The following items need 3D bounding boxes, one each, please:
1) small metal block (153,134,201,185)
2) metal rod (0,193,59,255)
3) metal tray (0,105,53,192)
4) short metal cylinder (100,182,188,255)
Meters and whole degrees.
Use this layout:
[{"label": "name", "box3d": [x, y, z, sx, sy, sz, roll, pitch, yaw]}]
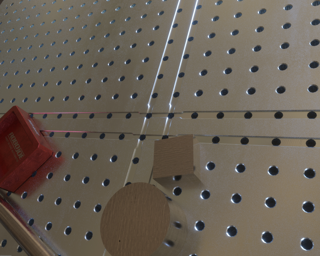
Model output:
[{"label": "small metal block", "box3d": [0.020, 0.039, 0.373, 0.050, 0.025, 0.050, -11, 57, 22]}, {"label": "metal rod", "box3d": [-0.239, 0.116, 0.460, 0.300, 0.025, 0.025, 25, 75, 36]}, {"label": "metal tray", "box3d": [-0.241, 0.030, 0.509, 0.090, 0.030, 0.130, -45, 51, -4]}, {"label": "short metal cylinder", "box3d": [-0.016, 0.105, 0.335, 0.080, 0.050, 0.080, -13, 56, 21]}]
